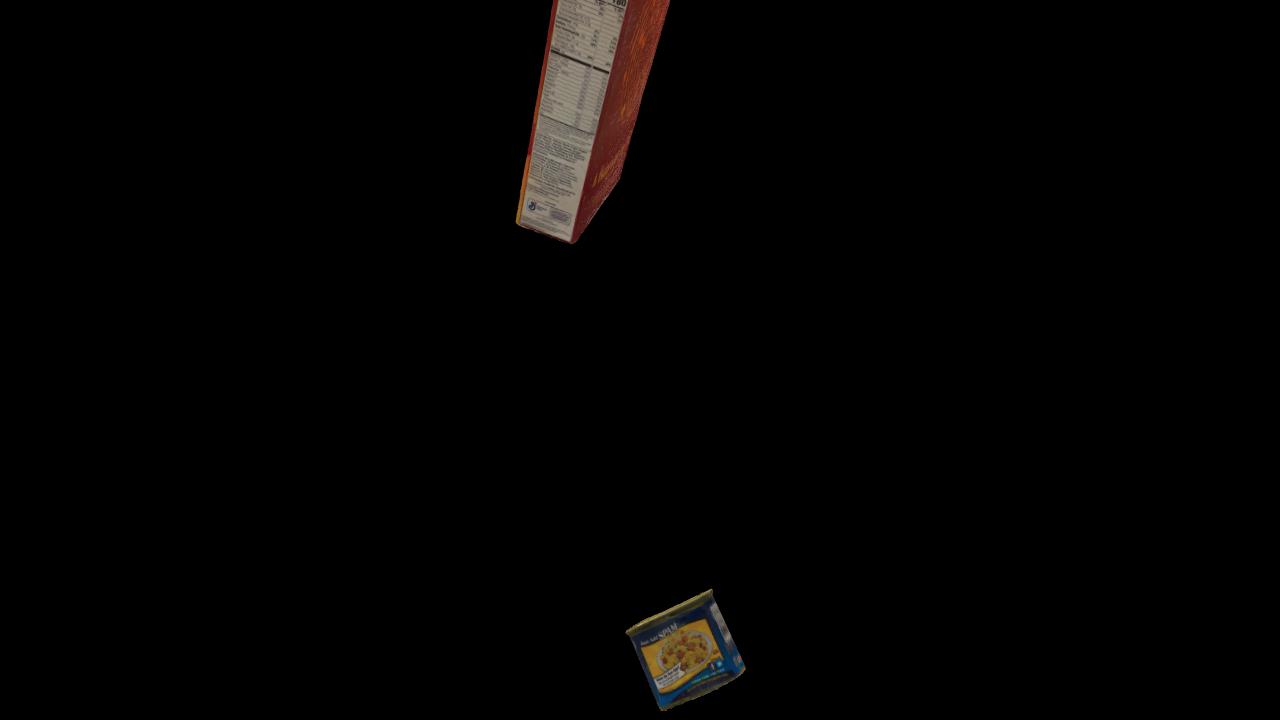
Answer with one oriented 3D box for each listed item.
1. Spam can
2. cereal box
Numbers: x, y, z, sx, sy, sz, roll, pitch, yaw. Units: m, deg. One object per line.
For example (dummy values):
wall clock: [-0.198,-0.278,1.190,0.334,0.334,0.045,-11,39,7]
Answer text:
Spam can: [0.048,0.304,0.646,0.101,0.085,0.058,-31,-19,14]
cereal box: [-0.041,-0.303,0.651,0.081,0.306,0.203,21,40,1]
